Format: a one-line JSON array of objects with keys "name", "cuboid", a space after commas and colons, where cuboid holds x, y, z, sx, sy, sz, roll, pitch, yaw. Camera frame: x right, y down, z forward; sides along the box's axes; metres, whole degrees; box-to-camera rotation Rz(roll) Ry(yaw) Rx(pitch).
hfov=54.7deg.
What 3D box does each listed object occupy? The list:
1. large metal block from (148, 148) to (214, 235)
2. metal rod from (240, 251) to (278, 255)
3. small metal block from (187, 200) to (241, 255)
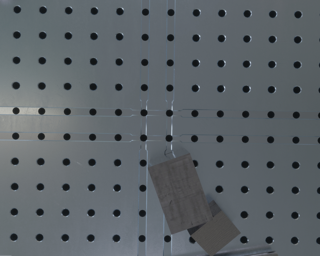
[{"name": "large metal block", "cuboid": [0.023, 0.073, 0.386, 0.050, 0.080, 0.080, -20, 90, 0]}, {"name": "metal rod", "cuboid": [0.008, 0.200, 0.413, 0.302, 0.025, 0.025, -9, 90, 0]}, {"name": "small metal block", "cuboid": [0.069, 0.131, 0.405, 0.050, 0.025, 0.050, -39, 114, 0]}]
